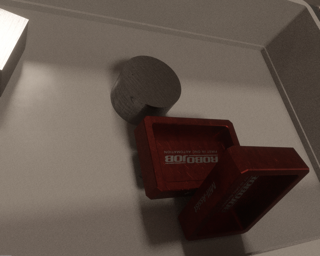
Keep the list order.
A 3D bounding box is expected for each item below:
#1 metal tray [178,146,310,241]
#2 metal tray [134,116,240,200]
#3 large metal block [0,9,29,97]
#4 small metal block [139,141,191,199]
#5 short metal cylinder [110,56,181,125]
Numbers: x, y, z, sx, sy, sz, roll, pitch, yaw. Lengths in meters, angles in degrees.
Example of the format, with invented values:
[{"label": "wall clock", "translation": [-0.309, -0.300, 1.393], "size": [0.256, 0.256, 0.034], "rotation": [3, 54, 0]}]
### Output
[{"label": "metal tray", "translation": [0.086, 0.074, 0.339], "size": [0.091, 0.129, 0.030], "rotation": [3, 43, -27]}, {"label": "metal tray", "translation": [0.040, 0.033, 0.373], "size": [0.131, 0.030, 0.090], "rotation": [2, 61, -28]}, {"label": "large metal block", "translation": [-0.200, -0.091, 0.338], "size": [0.081, 0.050, 0.080], "rotation": [19, 54, -18]}, {"label": "small metal block", "translation": [0.010, 0.050, 0.382], "size": [0.050, 0.025, 0.050], "rotation": [35, 51, -6]}, {"label": "short metal cylinder", "translation": [-0.019, -0.048, 0.410], "size": [0.081, 0.050, 0.080], "rotation": [14, 56, -21]}]
